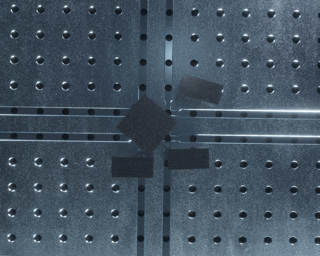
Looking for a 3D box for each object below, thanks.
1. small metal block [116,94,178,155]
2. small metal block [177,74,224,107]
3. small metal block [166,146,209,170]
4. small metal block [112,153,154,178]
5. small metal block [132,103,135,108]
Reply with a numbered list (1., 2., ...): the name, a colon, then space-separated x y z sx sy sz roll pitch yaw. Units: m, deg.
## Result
1. small metal block: -0.015 -0.004 0.363 0.050 0.025 0.050 39 90 -1
2. small metal block: 0.050 -0.047 0.402 0.050 0.050 0.025 16 90 -1
3. small metal block: 0.035 0.037 0.401 0.050 0.050 0.025 -1 90 -1
4. small metal block: -0.034 0.048 0.401 0.050 0.050 0.025 1 90 -1
5. small metal block: -0.014 -0.009 0.401 0.050 0.050 0.025 23 90 -1
